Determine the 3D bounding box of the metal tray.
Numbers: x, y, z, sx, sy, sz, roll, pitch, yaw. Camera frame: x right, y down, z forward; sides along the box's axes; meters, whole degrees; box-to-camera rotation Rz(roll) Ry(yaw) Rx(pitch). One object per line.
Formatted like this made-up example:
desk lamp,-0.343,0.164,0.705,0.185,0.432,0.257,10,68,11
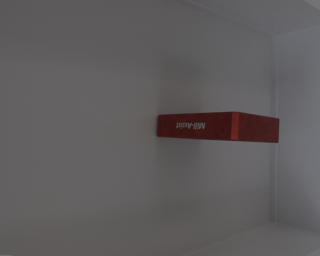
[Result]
metal tray,0.070,0.000,0.396,0.091,0.130,0.030,5,87,-40
